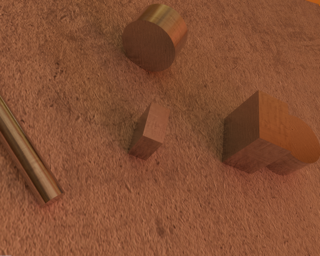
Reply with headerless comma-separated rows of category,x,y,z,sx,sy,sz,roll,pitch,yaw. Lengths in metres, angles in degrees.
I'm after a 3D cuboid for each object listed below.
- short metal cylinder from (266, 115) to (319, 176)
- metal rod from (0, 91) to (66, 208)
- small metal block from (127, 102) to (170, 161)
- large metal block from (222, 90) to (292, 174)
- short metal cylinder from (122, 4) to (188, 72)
short metal cylinder,0.196,0.027,0.477,0.081,0.050,0.080,14,56,-21
metal rod,-0.192,-0.048,0.329,0.025,0.025,0.299,-29,78,-37
small metal block,-0.014,0.005,0.377,0.025,0.050,0.050,23,53,-14
large metal block,0.133,0.008,0.436,0.050,0.080,0.080,23,53,-15
short metal cylinder,-0.007,-0.128,0.443,0.080,0.080,0.050,34,51,-6
